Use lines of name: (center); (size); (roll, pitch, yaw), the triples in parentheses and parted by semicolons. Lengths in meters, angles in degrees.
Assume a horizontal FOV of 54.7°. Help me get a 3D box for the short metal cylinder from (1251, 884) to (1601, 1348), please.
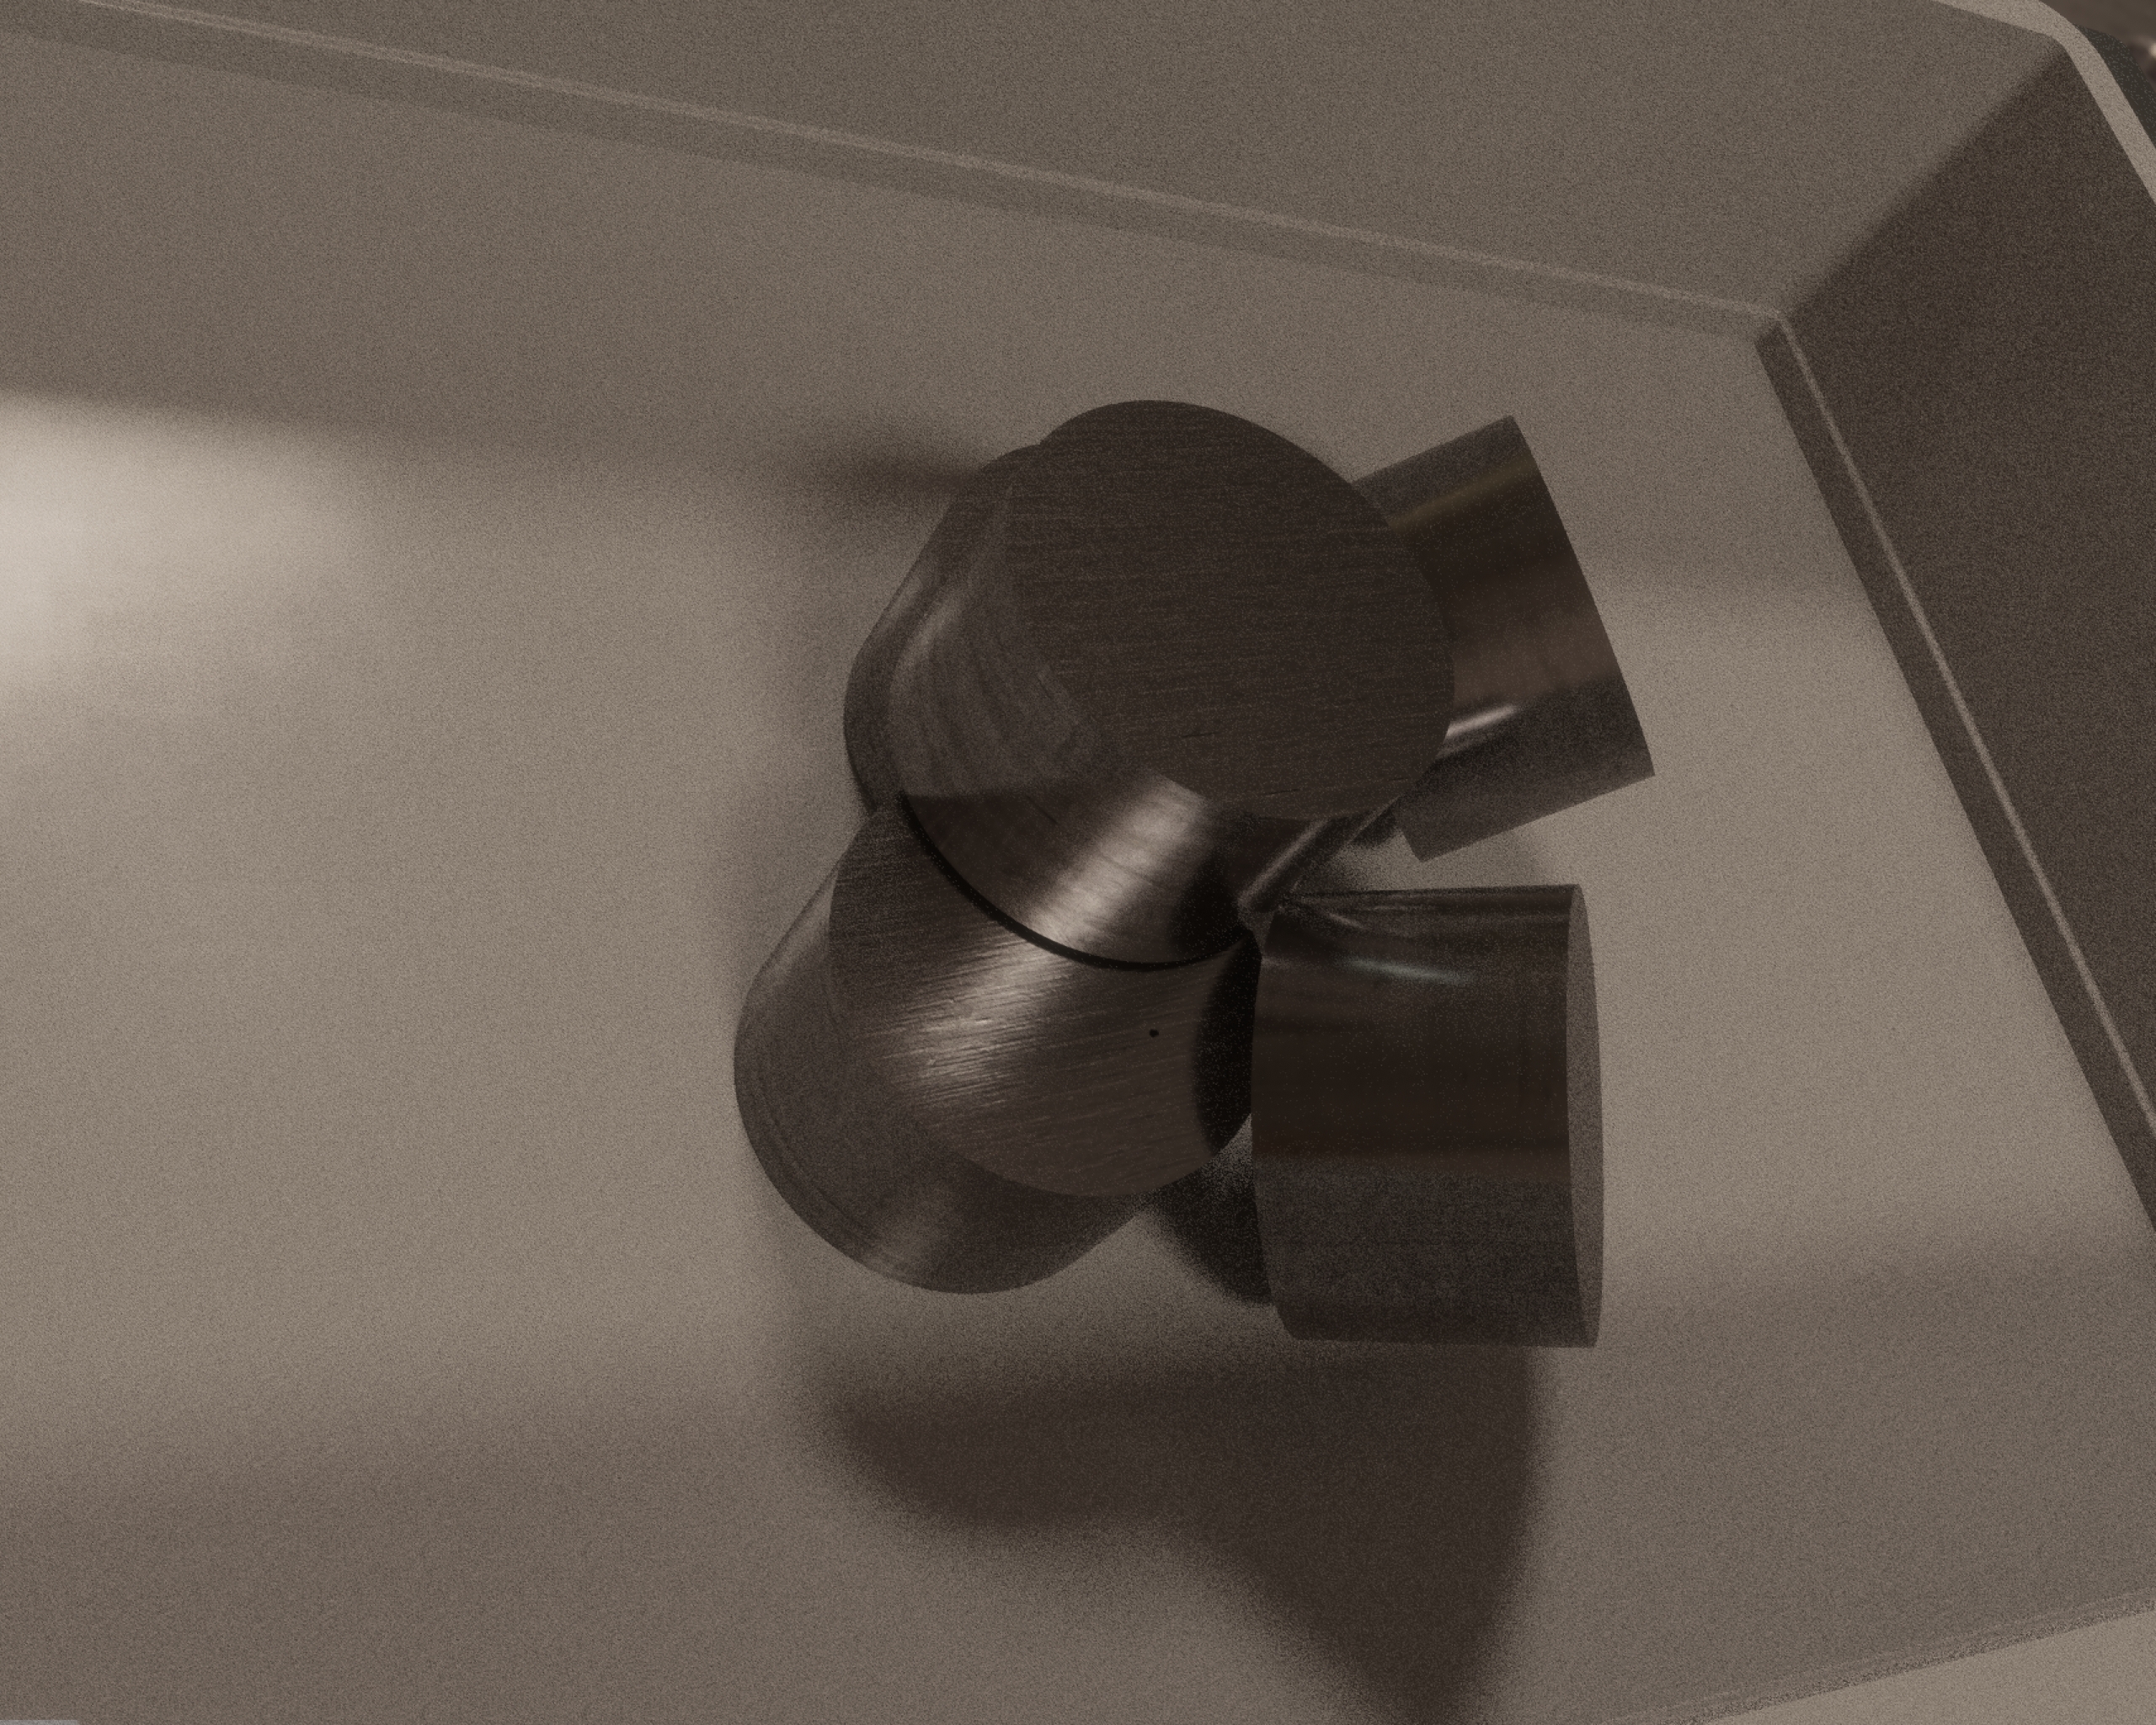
short metal cylinder: (0.064, 0.044, 0.369); (0.050, 0.080, 0.080); (-2, 53, 17)

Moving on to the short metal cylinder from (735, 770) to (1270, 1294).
short metal cylinder: (-0.013, 0.029, 0.365); (0.081, 0.050, 0.080); (14, 56, -21)

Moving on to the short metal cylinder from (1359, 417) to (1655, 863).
short metal cylinder: (0.081, -0.046, 0.435); (0.080, 0.050, 0.080); (-22, 90, -78)

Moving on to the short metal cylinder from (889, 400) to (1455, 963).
short metal cylinder: (0.015, -0.030, 0.349); (0.081, 0.050, 0.080); (14, 56, -21)

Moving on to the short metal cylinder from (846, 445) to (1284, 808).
short metal cylinder: (0.001, -0.035, 0.411); (0.081, 0.050, 0.080); (14, 56, -21)
